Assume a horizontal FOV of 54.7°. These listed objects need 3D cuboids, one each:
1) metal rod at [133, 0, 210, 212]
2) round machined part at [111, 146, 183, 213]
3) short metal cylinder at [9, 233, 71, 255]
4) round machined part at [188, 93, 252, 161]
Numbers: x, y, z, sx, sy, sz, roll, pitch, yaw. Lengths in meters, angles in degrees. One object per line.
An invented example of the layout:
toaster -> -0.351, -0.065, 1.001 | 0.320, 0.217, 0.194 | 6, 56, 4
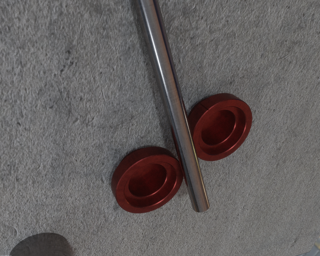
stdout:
metal rod -> 0.020, -0.015, 0.377 | 0.025, 0.025, 0.298 | -24, 118, -14
round machined part -> -0.020, 0.067, 0.428 | 0.099, 0.042, 0.097 | -14, 125, -21
short metal cylinder -> -0.161, 0.191, 0.422 | 0.081, 0.050, 0.079 | -14, 125, -21
round machined part -> 0.077, -0.005, 0.437 | 0.099, 0.042, 0.097 | -14, 125, -21
